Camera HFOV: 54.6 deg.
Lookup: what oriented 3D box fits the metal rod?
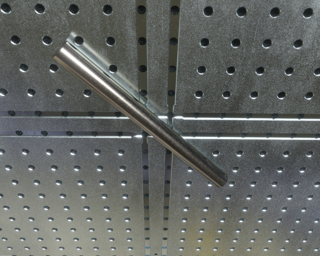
[{"bbox_3d":[-0.007,-0.002,0.410,0.025,0.025,0.301,-35,122,26],"label":"metal rod"}]
